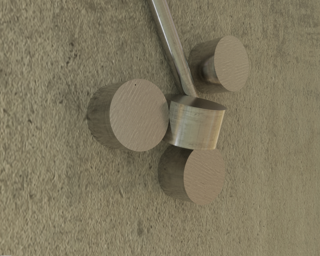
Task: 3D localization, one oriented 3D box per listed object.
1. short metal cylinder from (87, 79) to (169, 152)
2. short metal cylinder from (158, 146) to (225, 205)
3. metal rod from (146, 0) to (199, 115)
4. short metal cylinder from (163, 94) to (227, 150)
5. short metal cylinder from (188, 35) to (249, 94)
[{"bbox_3d":[-0.036,-0.014,0.358,0.081,0.050,0.079,0,90,-40],"label":"short metal cylinder"},{"bbox_3d":[0.044,0.061,0.425,0.081,0.050,0.079,0,90,-40],"label":"short metal cylinder"},{"bbox_3d":[0.026,-0.086,0.426,0.025,0.025,0.299,-34,111,-35],"label":"metal rod"},{"bbox_3d":[0.039,-0.010,0.394,0.081,0.080,0.050,-2,110,-40],"label":"short metal cylinder"},{"bbox_3d":[0.088,-0.092,0.462,0.081,0.050,0.079,0,90,-40],"label":"short metal cylinder"}]
